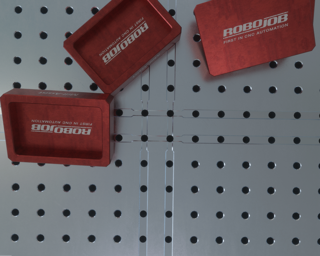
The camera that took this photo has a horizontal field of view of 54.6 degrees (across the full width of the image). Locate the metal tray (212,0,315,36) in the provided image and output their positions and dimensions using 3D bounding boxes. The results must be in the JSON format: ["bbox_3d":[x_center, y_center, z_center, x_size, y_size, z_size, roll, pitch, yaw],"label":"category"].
[{"bbox_3d":[0.134,-0.172,0.412,0.131,0.030,0.090,5,90,0],"label":"metal tray"}]

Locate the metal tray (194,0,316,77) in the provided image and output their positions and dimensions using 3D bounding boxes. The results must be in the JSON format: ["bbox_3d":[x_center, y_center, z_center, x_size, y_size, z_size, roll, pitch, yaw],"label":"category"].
[{"bbox_3d":[0.115,-0.125,0.385,0.130,0.030,0.090,-14,110,11],"label":"metal tray"}]

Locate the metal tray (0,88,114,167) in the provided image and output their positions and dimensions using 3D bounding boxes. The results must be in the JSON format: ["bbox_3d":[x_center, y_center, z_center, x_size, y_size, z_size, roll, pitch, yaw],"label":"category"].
[{"bbox_3d":[-0.126,0.000,0.394,0.131,0.030,0.089,3,111,0],"label":"metal tray"}]

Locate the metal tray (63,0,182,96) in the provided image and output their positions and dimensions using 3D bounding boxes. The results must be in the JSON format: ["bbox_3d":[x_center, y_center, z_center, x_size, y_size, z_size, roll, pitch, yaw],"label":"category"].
[{"bbox_3d":[-0.048,-0.116,0.410,0.130,0.030,0.090,-41,90,0],"label":"metal tray"}]
